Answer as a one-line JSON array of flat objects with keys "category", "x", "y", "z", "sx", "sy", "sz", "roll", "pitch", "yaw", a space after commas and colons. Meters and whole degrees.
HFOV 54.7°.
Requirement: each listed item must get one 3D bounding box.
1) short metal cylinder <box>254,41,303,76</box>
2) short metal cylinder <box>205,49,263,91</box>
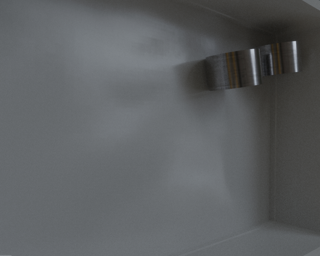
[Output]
[{"category": "short metal cylinder", "x": 0.204, "y": -0.118, "z": 0.541, "sx": 0.081, "sy": 0.080, "sz": 0.050, "roll": -12, "pitch": 98, "yaw": -39}, {"category": "short metal cylinder", "x": 0.111, "y": -0.086, "z": 0.463, "sx": 0.081, "sy": 0.080, "sz": 0.050, "roll": -15, "pitch": 100, "yaw": -39}]
